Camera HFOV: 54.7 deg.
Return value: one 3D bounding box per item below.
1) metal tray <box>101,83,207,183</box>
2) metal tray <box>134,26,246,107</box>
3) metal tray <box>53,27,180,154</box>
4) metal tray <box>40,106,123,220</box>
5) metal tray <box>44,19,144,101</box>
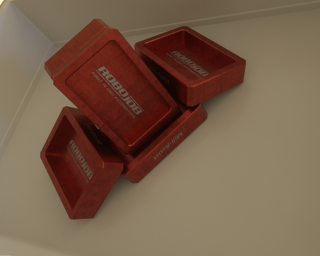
[{"bbox_3d":[-0.014,-0.003,0.408,0.130,0.030,0.090,-43,51,-2],"label":"metal tray"},{"bbox_3d":[0.036,-0.088,0.412,0.091,0.030,0.130,-26,48,-21],"label":"metal tray"},{"bbox_3d":[-0.049,-0.041,0.370,0.090,0.130,0.030,-42,28,-1],"label":"metal tray"},{"bbox_3d":[-0.108,0.042,0.407,0.130,0.030,0.090,46,112,38],"label":"metal tray"},{"bbox_3d":[-0.073,-0.066,0.412,0.090,0.130,0.030,-43,51,-1],"label":"metal tray"}]
